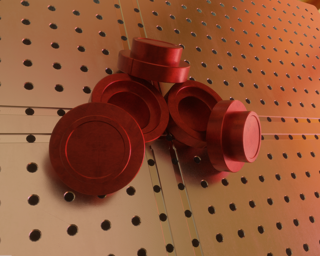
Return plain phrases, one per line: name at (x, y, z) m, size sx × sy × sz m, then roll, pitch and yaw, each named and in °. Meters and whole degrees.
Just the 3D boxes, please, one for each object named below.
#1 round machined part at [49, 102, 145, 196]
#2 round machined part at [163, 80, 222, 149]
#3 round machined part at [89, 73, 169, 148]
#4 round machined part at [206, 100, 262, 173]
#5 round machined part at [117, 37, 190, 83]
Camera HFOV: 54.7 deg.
round machined part at (-0.064, 0.021, 0.321) m, size 0.099 × 0.042 × 0.097 m, roll 0°, pitch 89°, yaw -6°
round machined part at (0.045, -0.015, 0.432) m, size 0.099 × 0.042 × 0.098 m, roll 14°, pitch 56°, yaw -21°
round machined part at (-0.042, -0.016, 0.385) m, size 0.099 × 0.042 × 0.098 m, roll 14°, pitch 56°, yaw -21°
round machined part at (0.104, 0.011, 0.414) m, size 0.099 × 0.042 × 0.097 m, roll -3°, pitch 94°, yaw -53°
round machined part at (-0.007, -0.096, 0.421) m, size 0.099 × 0.042 × 0.098 m, roll 11°, pitch 21°, yaw -4°
